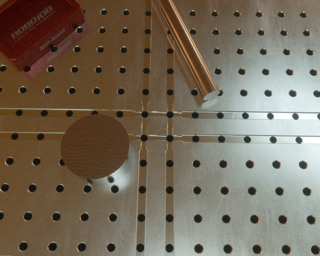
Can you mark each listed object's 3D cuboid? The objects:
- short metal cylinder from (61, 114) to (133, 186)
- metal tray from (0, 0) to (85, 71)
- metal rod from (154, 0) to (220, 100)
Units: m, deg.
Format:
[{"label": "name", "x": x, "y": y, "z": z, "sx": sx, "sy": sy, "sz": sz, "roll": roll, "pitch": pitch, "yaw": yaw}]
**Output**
[{"label": "short metal cylinder", "x": -0.076, "y": 0.029, "z": 0.387, "sx": 0.081, "sy": 0.050, "sz": 0.080, "roll": 0, "pitch": 70, "yaw": 0}, {"label": "metal tray", "x": -0.191, "y": -0.159, "z": 0.465, "sx": 0.090, "sy": 0.030, "sz": 0.130, "roll": 41, "pitch": 75, "yaw": 13}, {"label": "metal rod", "x": 0.015, "y": -0.175, "z": 0.475, "sx": 0.025, "sy": 0.025, "sz": 0.299, "roll": -21, "pitch": 71, "yaw": -7}]
